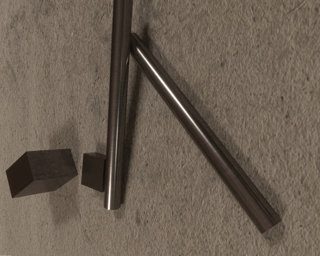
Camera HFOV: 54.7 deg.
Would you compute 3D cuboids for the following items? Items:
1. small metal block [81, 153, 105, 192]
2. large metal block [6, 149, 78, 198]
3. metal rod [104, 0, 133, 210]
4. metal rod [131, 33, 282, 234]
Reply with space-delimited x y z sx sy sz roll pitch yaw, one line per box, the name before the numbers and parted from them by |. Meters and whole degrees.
small metal block | -0.095 0.067 0.481 0.050 0.025 0.050 9 96 39
large metal block | -0.203 0.077 0.533 0.080 0.081 0.050 -34 69 34
metal rod | -0.059 -0.029 0.429 0.025 0.025 0.298 15 106 38
metal rod | 0.035 -0.012 0.374 0.025 0.025 0.299 -49 61 28
